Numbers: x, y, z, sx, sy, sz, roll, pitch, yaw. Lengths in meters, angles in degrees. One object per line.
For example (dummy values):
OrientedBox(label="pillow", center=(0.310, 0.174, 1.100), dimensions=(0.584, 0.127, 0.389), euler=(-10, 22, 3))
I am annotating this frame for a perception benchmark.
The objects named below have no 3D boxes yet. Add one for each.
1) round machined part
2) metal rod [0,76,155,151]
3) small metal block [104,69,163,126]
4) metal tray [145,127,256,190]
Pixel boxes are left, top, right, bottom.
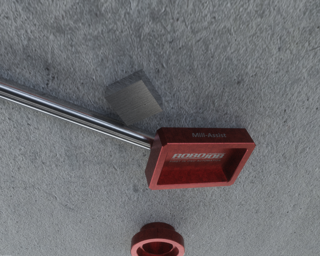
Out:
OrientedBox(label="round machined part", center=(-0.004, 0.212, 0.577), dimensions=(0.099, 0.042, 0.097), euler=(-1, 130, 0))
OrientedBox(label="metal rod", center=(-0.129, -0.026, 0.383), dimensions=(0.302, 0.025, 0.025), euler=(21, 127, -18))
OrientedBox(label="small metal block", center=(-0.031, -0.036, 0.376), dimensions=(0.050, 0.025, 0.050), euler=(-23, 127, 18))
OrientedBox(label="metal tray", center=(0.053, 0.042, 0.421), dimensions=(0.131, 0.030, 0.089), euler=(1, 132, -19))
